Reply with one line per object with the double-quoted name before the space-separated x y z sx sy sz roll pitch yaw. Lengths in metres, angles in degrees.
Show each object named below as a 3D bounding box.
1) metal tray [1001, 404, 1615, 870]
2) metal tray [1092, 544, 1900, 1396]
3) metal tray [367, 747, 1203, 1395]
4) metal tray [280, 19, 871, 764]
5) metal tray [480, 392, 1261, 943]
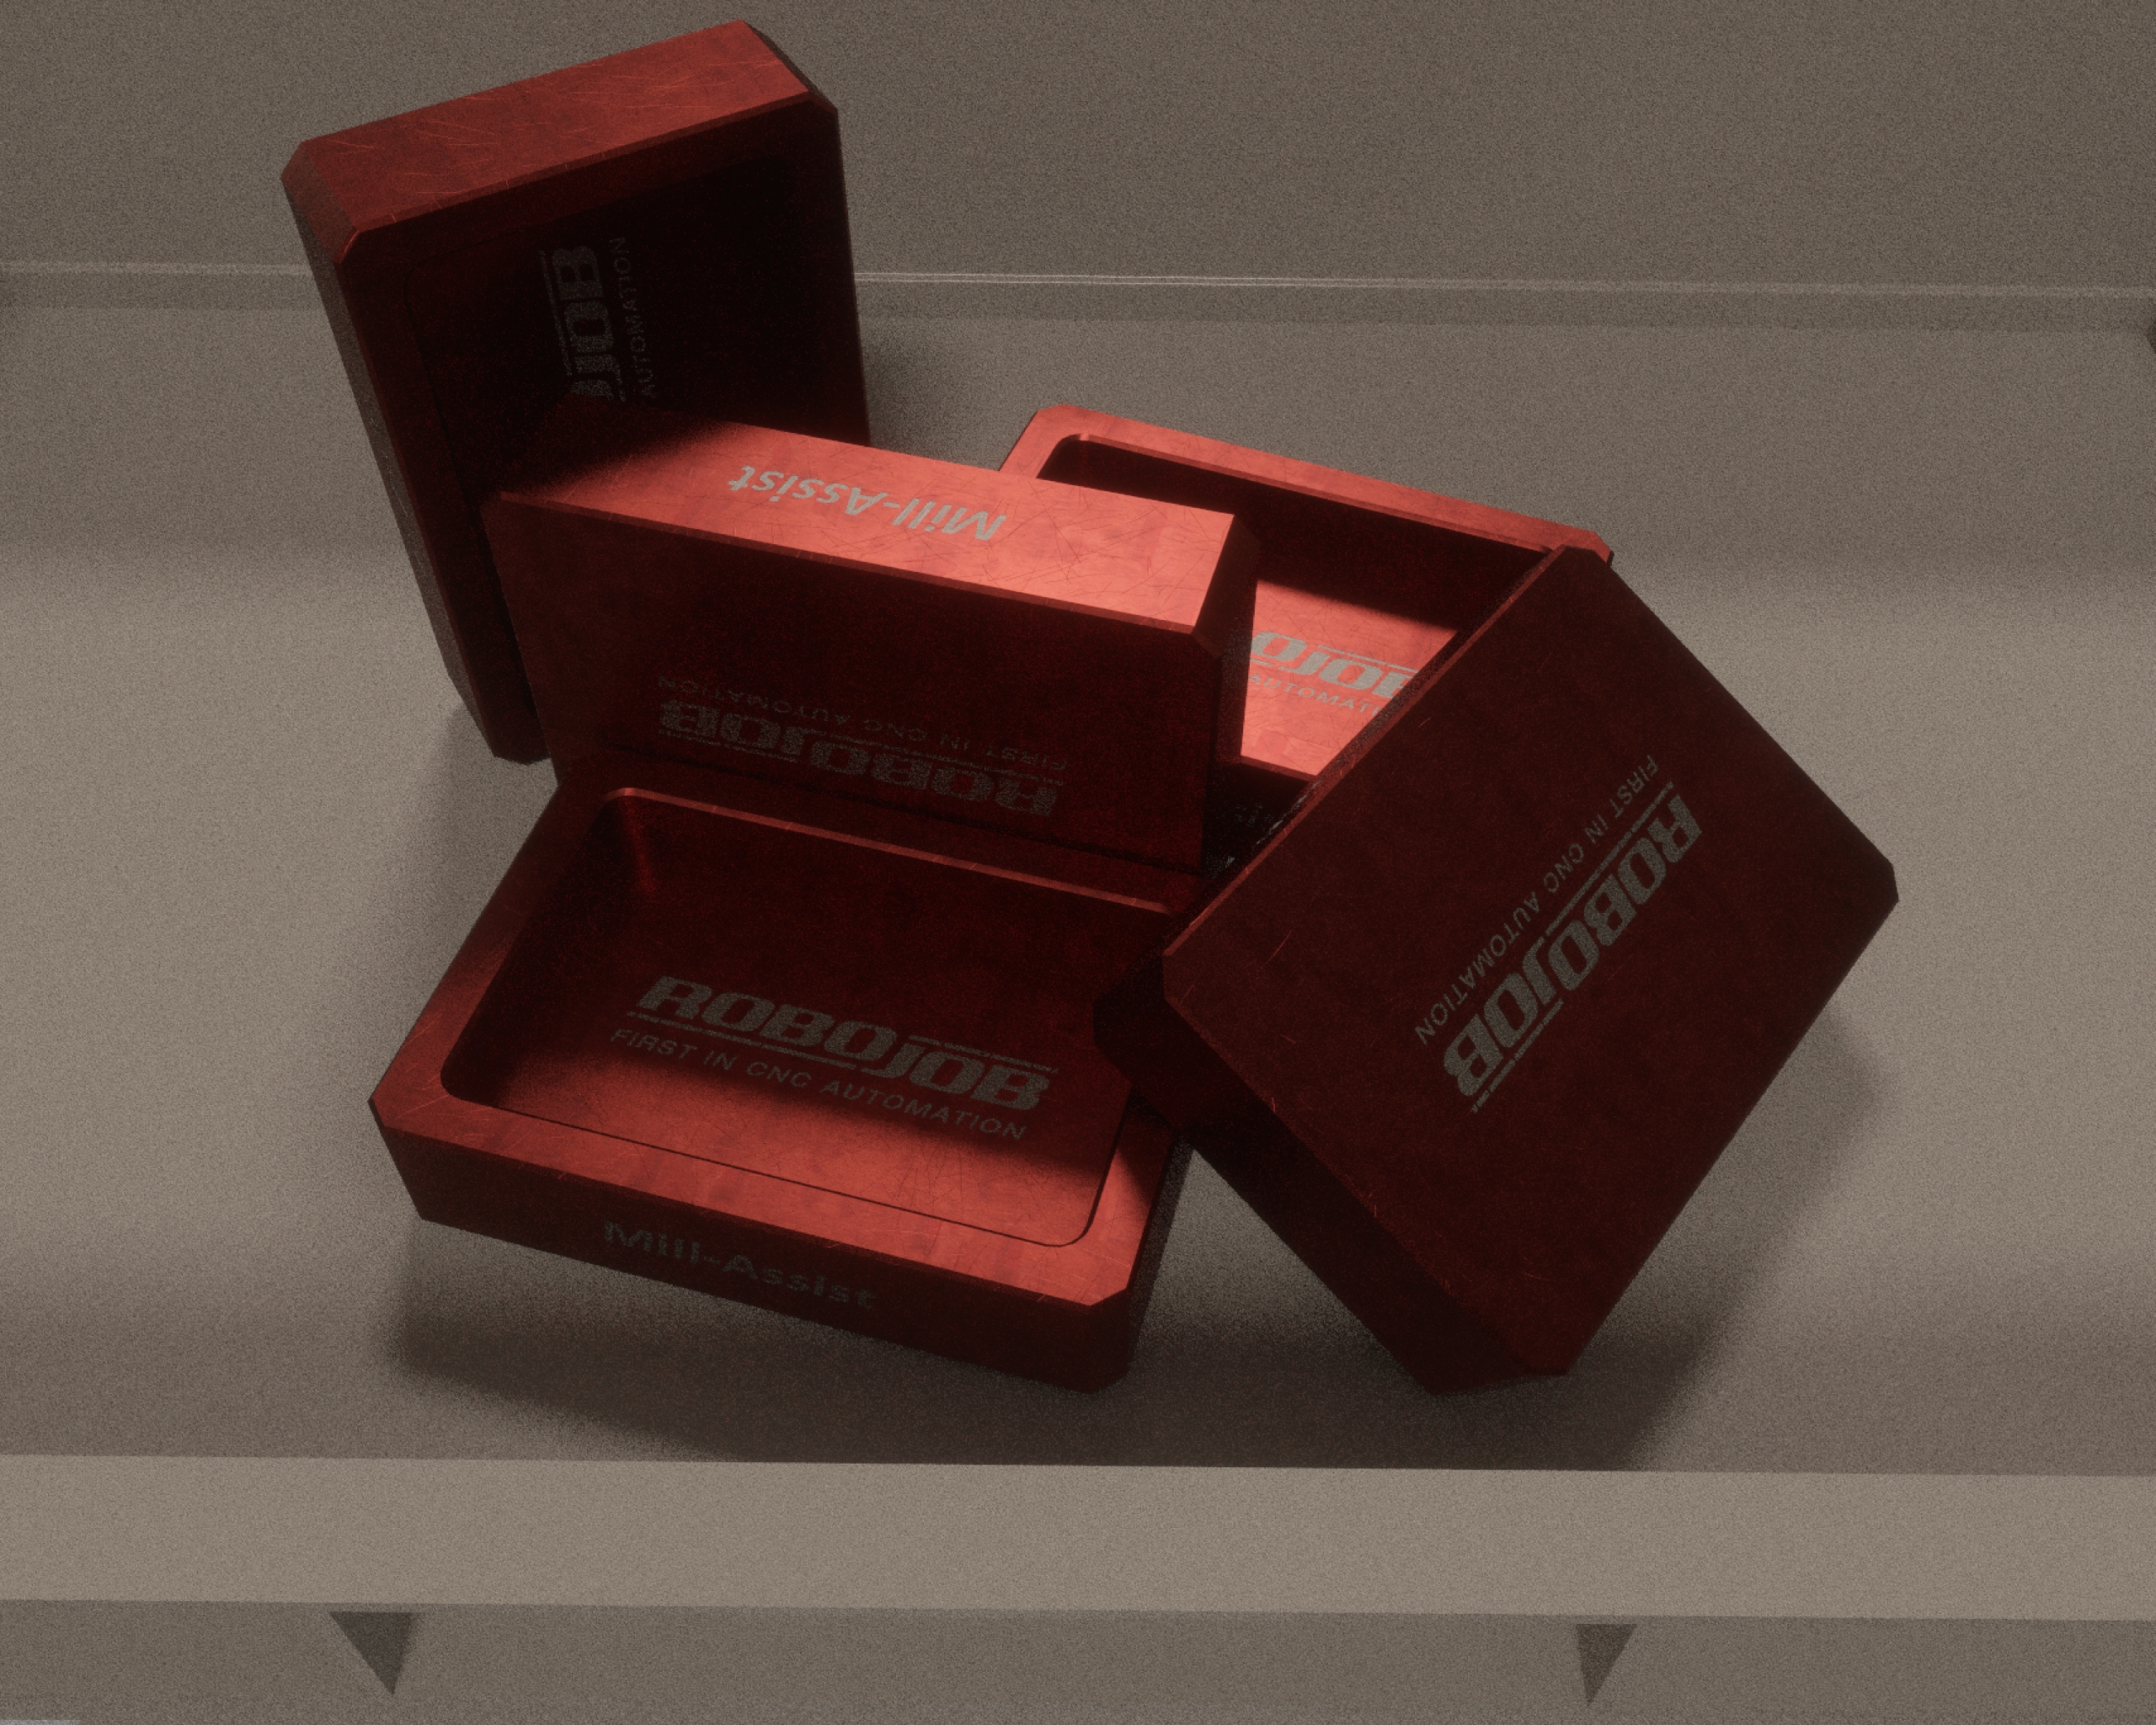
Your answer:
"metal tray" 0.037 -0.045 0.438 0.130 0.030 0.090 16 52 13
"metal tray" 0.076 0.015 0.362 0.090 0.030 0.131 47 60 -1
"metal tray" -0.044 0.033 0.370 0.131 0.030 0.090 12 51 10
"metal tray" -0.088 -0.086 0.405 0.091 0.129 0.030 -24 55 -19
"metal tray" -0.036 -0.032 0.386 0.131 0.089 0.030 12 51 9
